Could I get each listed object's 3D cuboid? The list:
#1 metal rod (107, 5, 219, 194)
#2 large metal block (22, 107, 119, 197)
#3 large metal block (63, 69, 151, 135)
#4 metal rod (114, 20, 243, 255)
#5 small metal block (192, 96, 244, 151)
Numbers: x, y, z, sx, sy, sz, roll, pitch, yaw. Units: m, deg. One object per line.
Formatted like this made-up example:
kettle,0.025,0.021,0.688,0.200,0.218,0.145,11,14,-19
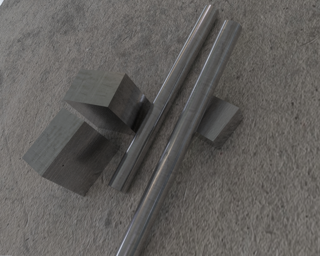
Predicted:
metal rod,0.012,-0.051,0.428,0.025,0.025,0.300,16,69,34
large metal block,-0.114,0.033,0.408,0.050,0.080,0.080,27,77,37
large metal block,-0.068,-0.034,0.425,0.080,0.080,0.050,11,68,33
metal rod,0.024,0.011,0.355,0.025,0.025,0.299,20,81,35
small metal block,0.064,-0.009,0.376,0.050,0.025,0.050,33,80,38
